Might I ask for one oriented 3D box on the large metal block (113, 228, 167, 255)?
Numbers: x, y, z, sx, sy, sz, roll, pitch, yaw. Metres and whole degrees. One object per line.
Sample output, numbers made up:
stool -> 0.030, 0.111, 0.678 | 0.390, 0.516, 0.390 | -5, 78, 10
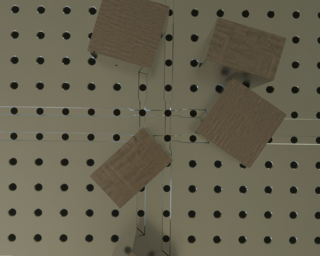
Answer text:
large metal block -> -0.019, 0.183, 0.386 | 0.080, 0.080, 0.050 | 42, 90, -1

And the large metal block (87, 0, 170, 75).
large metal block -> -0.038, -0.121, 0.400 | 0.080, 0.050, 0.080 | 16, 90, -1

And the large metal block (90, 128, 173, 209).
large metal block -> -0.032, 0.045, 0.386 | 0.080, 0.080, 0.050 | -43, 91, 0

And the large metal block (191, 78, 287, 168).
large metal block -> 0.099, -0.006, 0.402 | 0.080, 0.050, 0.080 | 35, 90, -1

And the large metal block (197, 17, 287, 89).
large metal block -> 0.096, -0.089, 0.387 | 0.080, 0.080, 0.050 | 17, 90, -1
